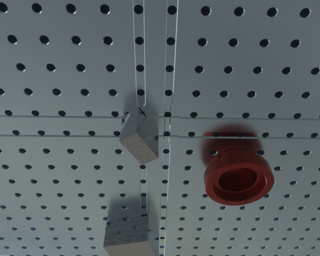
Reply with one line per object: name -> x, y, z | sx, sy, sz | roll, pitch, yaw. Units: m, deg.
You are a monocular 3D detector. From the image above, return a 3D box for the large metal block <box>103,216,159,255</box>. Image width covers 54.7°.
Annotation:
large metal block -> -0.050, 0.212, 0.576 | 0.080, 0.050, 0.080 | -11, 130, 8

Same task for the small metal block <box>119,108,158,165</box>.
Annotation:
small metal block -> -0.026, 0.011, 0.405 | 0.025, 0.050, 0.050 | -25, 126, 19

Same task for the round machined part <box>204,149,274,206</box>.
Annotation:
round machined part -> 0.114, 0.070, 0.462 | 0.099, 0.042, 0.097 | -1, 130, 0
